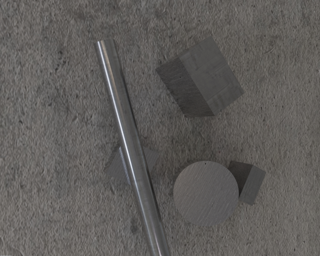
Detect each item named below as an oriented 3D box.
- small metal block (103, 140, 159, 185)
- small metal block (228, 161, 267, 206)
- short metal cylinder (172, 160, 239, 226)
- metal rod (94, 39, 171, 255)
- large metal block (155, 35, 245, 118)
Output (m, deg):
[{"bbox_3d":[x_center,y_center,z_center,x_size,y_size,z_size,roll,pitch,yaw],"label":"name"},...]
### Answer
[{"bbox_3d":[-0.037,0.044,0.396,0.050,0.025,0.050,29,81,-18],"label":"small metal block"},{"bbox_3d":[0.115,0.077,0.439,0.025,0.050,0.050,29,80,-19],"label":"small metal block"},{"bbox_3d":[0.056,0.081,0.404,0.081,0.050,0.080,0,87,-1],"label":"short metal cylinder"},{"bbox_3d":[-0.028,0.045,0.372,0.025,0.025,0.298,-16,96,-19],"label":"metal rod"},{"bbox_3d":[0.048,-0.061,0.398,0.050,0.080,0.080,-37,102,-16],"label":"large metal block"}]
